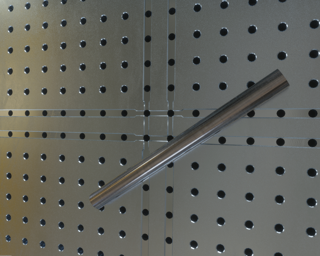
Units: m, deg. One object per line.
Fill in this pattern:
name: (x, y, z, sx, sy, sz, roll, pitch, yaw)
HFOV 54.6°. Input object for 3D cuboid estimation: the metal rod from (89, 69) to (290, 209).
metal rod: (0.026, 0.023, 0.403, 0.300, 0.025, 0.025, -35, 79, 16)
